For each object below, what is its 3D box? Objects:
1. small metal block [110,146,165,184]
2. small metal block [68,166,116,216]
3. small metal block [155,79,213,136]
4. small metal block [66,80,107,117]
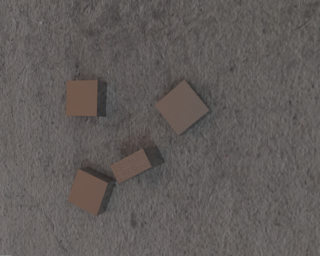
[{"bbox_3d":[-0.028,0.047,0.405,0.050,0.050,0.025,-29,81,17],"label":"small metal block"},{"bbox_3d":[-0.097,0.089,0.442,0.050,0.025,0.050,22,97,18],"label":"small metal block"},{"bbox_3d":[0.031,-0.025,0.398,0.050,0.025,0.050,-40,78,15],"label":"small metal block"},{"bbox_3d":[-0.106,-0.042,0.445,0.050,0.025,0.050,2,91,19],"label":"small metal block"}]
